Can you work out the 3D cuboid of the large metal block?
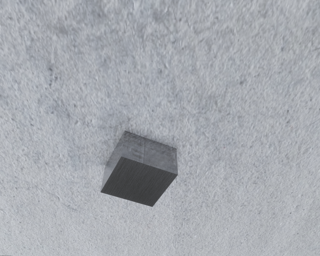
[{"bbox_3d":[-0.030,0.060,0.441,0.080,0.050,0.080,20,127,-17],"label":"large metal block"}]
